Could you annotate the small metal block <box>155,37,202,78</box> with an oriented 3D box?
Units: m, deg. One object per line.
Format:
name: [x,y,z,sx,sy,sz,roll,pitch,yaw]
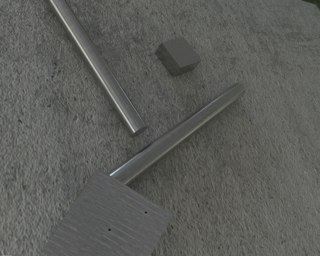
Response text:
small metal block: [0.029,-0.113,0.490,0.050,0.025,0.050,-27,77,-37]

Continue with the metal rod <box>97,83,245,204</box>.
metal rod: [0.033,0.003,0.421,0.302,0.025,0.025,-34,81,-39]

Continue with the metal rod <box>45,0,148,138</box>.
metal rod: [-0.106,-0.117,0.419,0.025,0.025,0.299,-24,75,-37]

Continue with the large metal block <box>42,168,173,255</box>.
large metal block: [-0.048,0.094,0.289,0.080,0.050,0.080,34,73,-7]
